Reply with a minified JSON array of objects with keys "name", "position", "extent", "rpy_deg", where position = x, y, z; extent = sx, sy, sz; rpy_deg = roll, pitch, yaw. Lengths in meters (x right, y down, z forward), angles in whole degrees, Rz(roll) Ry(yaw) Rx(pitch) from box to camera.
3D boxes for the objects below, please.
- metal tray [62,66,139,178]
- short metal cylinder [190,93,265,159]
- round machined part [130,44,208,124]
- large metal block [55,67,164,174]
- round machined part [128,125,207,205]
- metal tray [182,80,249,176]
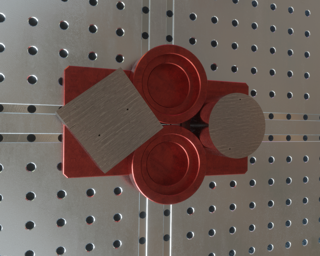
[{"name":"metal tray","position":[-0.073,-0.007,0.383],"extent":[0.091,0.030,0.129],"rpy_deg":[1,90,-21]},{"name":"short metal cylinder","position":[0.086,-0.003,0.398],"extent":[0.081,0.050,0.079],"rpy_deg":[0,90,-20]},{"name":"round machined part","position":[0.008,-0.053,0.397],"extent":[0.099,0.042,0.097],"rpy_deg":[0,90,-20]},{"name":"large metal block","position":[-0.057,-0.009,0.346],"extent":[0.080,0.050,0.080],"rpy_deg":[-38,103,-16]},{"name":"round machined part","position":[0.006,0.045,0.396],"extent":[0.099,0.042,0.097],"rpy_deg":[0,90,-20]},{"name":"metal tray","position":[0.078,0.000,0.436],"extent":[0.091,0.030,0.129],"rpy_deg":[1,90,-20]}]
